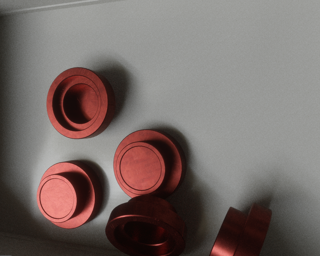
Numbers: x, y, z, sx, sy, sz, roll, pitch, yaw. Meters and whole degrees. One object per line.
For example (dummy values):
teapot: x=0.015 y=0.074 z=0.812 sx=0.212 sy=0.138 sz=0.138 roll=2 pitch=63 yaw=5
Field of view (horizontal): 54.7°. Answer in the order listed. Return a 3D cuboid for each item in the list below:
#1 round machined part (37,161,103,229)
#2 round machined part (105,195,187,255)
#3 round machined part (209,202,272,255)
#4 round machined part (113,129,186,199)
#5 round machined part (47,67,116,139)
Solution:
round machined part: x=-0.137 y=0.098 z=0.448 sx=0.098 sy=0.042 sz=0.097 roll=0 pitch=90 yaw=19
round machined part: x=-0.015 y=0.122 z=0.389 sx=0.099 sy=0.042 sz=0.097 roll=6 pitch=130 yaw=8
round machined part: x=0.084 y=0.127 z=0.342 sx=0.042 sy=0.098 sz=0.097 roll=22 pitch=97 yaw=19
round machined part: x=-0.018 y=0.050 z=0.407 sx=0.098 sy=0.042 sz=0.097 roll=0 pitch=90 yaw=19
round machined part: x=-0.106 y=-0.034 z=0.437 sx=0.098 sy=0.042 sz=0.097 roll=0 pitch=90 yaw=19
